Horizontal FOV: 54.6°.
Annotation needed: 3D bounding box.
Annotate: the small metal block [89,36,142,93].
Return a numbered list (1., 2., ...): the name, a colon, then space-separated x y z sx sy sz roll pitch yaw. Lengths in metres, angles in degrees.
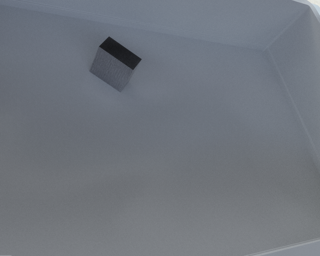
1. small metal block: -0.059 -0.082 0.408 0.050 0.050 0.025 34 51 -6
